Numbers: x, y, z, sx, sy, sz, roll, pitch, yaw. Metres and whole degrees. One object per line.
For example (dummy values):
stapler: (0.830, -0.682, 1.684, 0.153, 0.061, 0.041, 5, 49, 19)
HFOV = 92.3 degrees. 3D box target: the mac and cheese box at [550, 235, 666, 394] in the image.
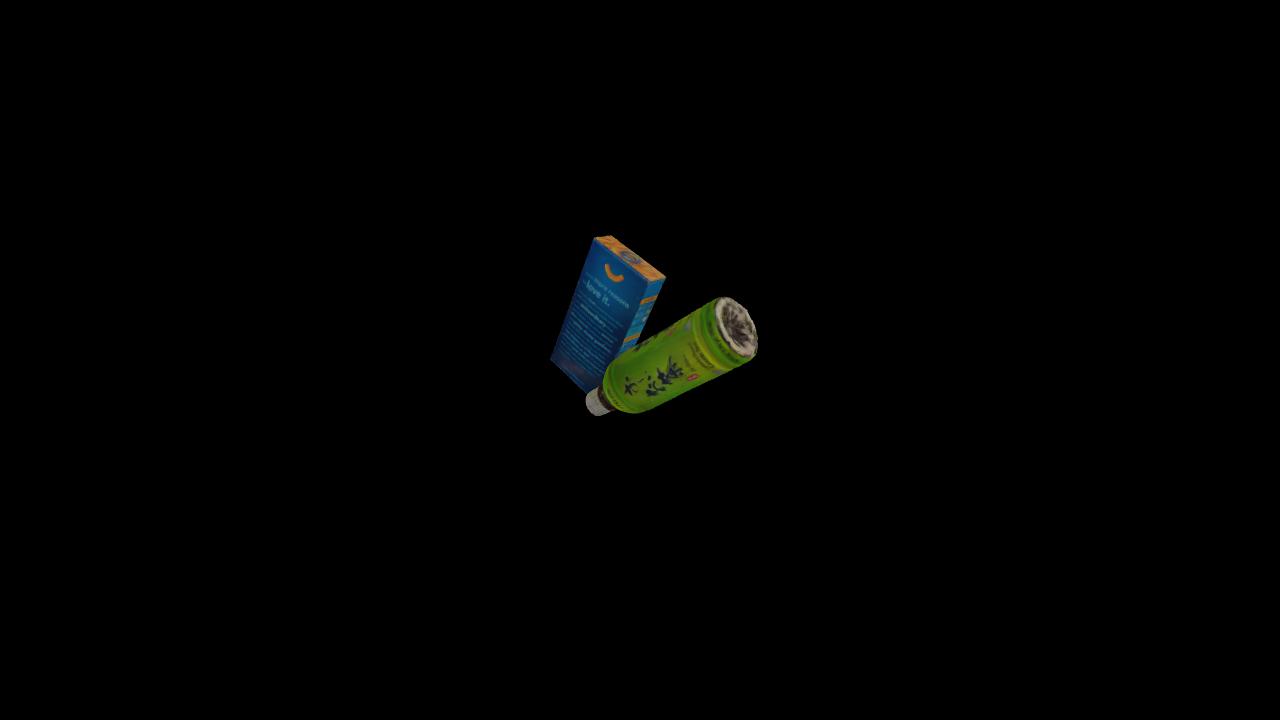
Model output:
mac and cheese box: (-0.043, -0.046, 0.743, 0.093, 0.184, 0.041, 42, 37, 22)

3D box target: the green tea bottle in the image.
green tea bottle: (0.022, 0.010, 0.646, 0.212, 0.073, 0.073, -32, -21, 37)
